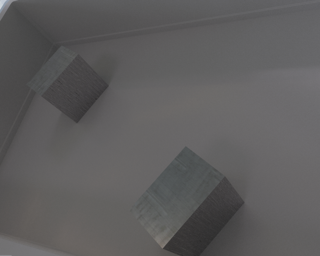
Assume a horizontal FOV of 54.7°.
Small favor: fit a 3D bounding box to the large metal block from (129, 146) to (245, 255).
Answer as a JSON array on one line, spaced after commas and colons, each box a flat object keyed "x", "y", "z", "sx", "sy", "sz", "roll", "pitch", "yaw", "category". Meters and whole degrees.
[{"x": 0.030, "y": 0.077, "z": 0.307, "sx": 0.080, "sy": 0.080, "sz": 0.050, "roll": -48, "pitch": 51, "yaw": -5, "category": "large metal block"}]

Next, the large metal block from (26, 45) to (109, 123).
[{"x": -0.142, "y": -0.067, "z": 0.487, "sx": 0.050, "sy": 0.080, "sz": 0.080, "roll": 31, "pitch": 79, "yaw": 38, "category": "large metal block"}]
